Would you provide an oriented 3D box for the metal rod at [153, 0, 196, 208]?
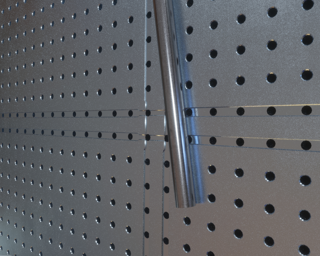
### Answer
[{"bbox_3d":[0.016,-0.052,0.394,0.025,0.025,0.298,-10,83,39],"label":"metal rod"}]
